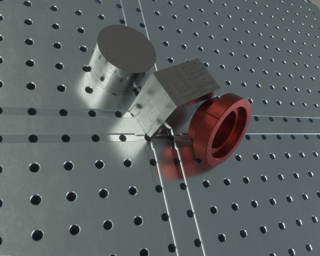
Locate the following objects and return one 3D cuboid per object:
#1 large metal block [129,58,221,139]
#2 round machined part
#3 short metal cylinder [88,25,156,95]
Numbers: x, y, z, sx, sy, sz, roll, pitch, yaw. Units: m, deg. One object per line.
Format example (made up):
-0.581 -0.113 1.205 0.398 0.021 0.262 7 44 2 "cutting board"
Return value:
0.018 -0.038 0.406 0.081 0.080 0.050 -25 75 -37 "large metal block"
0.076 -0.002 0.413 0.099 0.097 0.042 -27 45 -37 "round machined part"
-0.052 -0.092 0.420 0.081 0.050 0.080 14 56 -21 "short metal cylinder"
